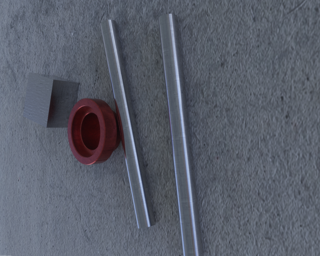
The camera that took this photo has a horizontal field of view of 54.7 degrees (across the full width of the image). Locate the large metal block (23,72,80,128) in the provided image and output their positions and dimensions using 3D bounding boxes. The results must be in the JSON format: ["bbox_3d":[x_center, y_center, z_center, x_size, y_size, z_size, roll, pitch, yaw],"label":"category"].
[{"bbox_3d":[-0.192,-0.049,0.543,0.080,0.050,0.079,19,102,38],"label":"large metal block"}]

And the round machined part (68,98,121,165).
[{"bbox_3d":[-0.095,0.005,0.466,0.098,0.042,0.097,1,92,44],"label":"round machined part"}]

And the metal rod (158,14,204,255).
[{"bbox_3d":[0.025,0.008,0.382,0.025,0.025,0.298,-10,84,39],"label":"metal rod"}]

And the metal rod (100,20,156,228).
[{"bbox_3d":[-0.048,-0.012,0.441,0.025,0.025,0.298,-19,78,38],"label":"metal rod"}]
